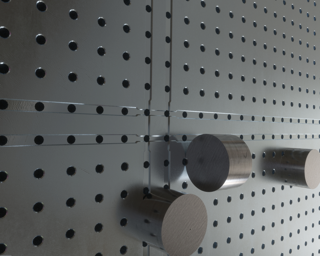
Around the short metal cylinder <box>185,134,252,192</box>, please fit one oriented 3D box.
[{"bbox_3d":[0.082,0.048,0.442,0.050,0.080,0.080,2,89,-40],"label":"short metal cylinder"}]

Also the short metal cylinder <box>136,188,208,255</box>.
[{"bbox_3d":[0.017,0.122,0.407,0.081,0.050,0.079,0,90,-40],"label":"short metal cylinder"}]

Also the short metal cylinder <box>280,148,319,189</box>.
[{"bbox_3d":[0.291,0.082,0.637,0.081,0.050,0.079,0,90,-40],"label":"short metal cylinder"}]
